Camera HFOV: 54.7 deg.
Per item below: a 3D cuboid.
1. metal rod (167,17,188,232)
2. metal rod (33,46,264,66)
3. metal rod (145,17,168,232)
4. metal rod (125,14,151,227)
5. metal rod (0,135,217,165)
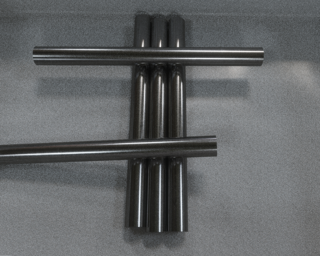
[{"bbox_3d":[0.023,-0.019,0.415,0.025,0.025,0.299,1,70,0],"label":"metal rod"},{"bbox_3d":[-0.015,-0.096,0.417,0.302,0.025,0.025,0,70,0],"label":"metal rod"},{"bbox_3d":[-0.003,-0.018,0.415,0.025,0.025,0.299,1,70,0],"label":"metal rod"},{"bbox_3d":[-0.027,-0.023,0.417,0.025,0.025,0.299,1,70,0],"label":"metal rod"},{"bbox_3d":[-0.084,0.028,0.378,0.302,0.025,0.025,-3,70,6],"label":"metal rod"}]
